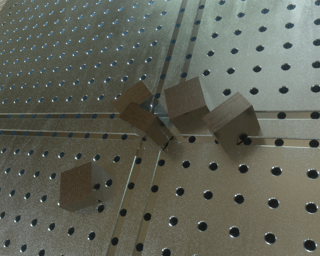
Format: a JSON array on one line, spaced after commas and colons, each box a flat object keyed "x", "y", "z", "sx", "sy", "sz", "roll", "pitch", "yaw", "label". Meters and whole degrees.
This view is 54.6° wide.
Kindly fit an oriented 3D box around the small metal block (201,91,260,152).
[{"x": 0.082, "y": -0.006, "z": 0.353, "sx": 0.050, "sy": 0.050, "sz": 0.025, "roll": -37, "pitch": 51, "yaw": 4, "label": "small metal block"}]

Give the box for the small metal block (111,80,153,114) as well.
[{"x": -0.037, "y": -0.042, "z": 0.436, "sx": 0.050, "sy": 0.050, "sz": 0.025, "roll": -36, "pitch": 94, "yaw": 4, "label": "small metal block"}]

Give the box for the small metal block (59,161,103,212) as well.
[{"x": -0.106, "y": 0.079, "z": 0.416, "sx": 0.050, "sy": 0.025, "sz": 0.050, "roll": -21, "pitch": 54, "yaw": 16, "label": "small metal block"}]

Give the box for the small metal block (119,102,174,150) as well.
[{"x": -0.017, "y": -0.002, "z": 0.404, "sx": 0.050, "sy": 0.050, "sz": 0.025, "roll": 29, "pitch": 78, "yaw": 37, "label": "small metal block"}]

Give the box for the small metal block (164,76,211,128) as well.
[{"x": 0.036, "y": -0.034, "z": 0.411, "sx": 0.050, "sy": 0.025, "sz": 0.050, "roll": -20, "pitch": 54, "yaw": 16, "label": "small metal block"}]
